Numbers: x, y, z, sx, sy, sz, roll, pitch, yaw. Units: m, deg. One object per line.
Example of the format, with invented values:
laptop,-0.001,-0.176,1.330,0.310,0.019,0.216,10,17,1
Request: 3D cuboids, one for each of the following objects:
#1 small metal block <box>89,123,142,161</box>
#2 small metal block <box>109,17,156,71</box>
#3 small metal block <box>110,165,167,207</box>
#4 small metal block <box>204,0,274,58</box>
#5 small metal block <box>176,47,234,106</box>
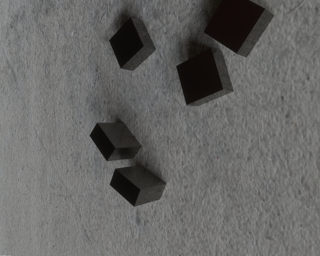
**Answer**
small metal block,-0.062,0.018,0.438,0.050,0.050,0.025,50,119,28
small metal block,-0.039,-0.117,0.435,0.050,0.025,0.050,-35,69,34
small metal block,-0.029,0.075,0.410,0.050,0.050,0.025,32,110,35
small metal block,0.084,-0.112,0.335,0.050,0.025,0.050,45,116,30
small metal block,0.052,-0.058,0.361,0.050,0.025,0.050,-22,76,37
